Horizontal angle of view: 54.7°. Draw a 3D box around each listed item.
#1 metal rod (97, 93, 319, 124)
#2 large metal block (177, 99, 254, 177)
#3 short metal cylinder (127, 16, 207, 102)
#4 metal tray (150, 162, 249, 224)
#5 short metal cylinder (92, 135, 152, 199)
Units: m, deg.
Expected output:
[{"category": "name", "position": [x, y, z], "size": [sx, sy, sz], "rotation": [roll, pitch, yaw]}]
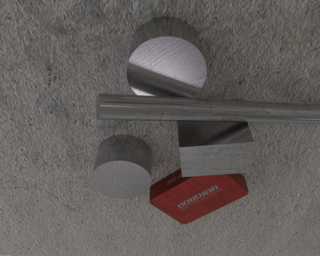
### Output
[{"category": "metal rod", "position": [0.084, -0.019, 0.345], "size": [0.302, 0.025, 0.025], "rotation": [1, 132, -20]}, {"category": "large metal block", "position": [0.064, 0.011, 0.381], "size": [0.080, 0.080, 0.050], "rotation": [-5, 130, 4]}, {"category": "short metal cylinder", "position": [0.007, -0.071, 0.331], "size": [0.081, 0.050, 0.079], "rotation": [0, 130, 0]}, {"category": "metal tray", "position": [0.059, 0.098, 0.488], "size": [0.130, 0.030, 0.090], "rotation": [-35, 123, 25]}, {"category": "short metal cylinder", "position": [-0.052, 0.056, 0.438], "size": [0.081, 0.050, 0.079], "rotation": [0, 130, 0]}]
